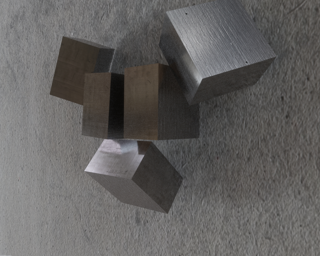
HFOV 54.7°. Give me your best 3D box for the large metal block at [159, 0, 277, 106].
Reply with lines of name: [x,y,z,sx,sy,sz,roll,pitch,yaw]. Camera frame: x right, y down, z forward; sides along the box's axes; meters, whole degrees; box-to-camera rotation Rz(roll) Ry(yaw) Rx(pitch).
large metal block: [0.054,-0.079,0.316,0.050,0.081,0.080,108,140,-64]

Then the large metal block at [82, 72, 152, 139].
large metal block: [-0.054,-0.028,0.413,0.050,0.081,0.079,6,94,39]

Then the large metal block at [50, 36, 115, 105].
large metal block: [-0.109,-0.083,0.446,0.050,0.080,0.079,18,104,1]

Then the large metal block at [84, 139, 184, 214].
large metal block: [-0.031,0.059,0.386,0.080,0.080,0.050,1,52,40]

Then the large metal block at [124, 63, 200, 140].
large metal block: [0.004,-0.028,0.365,0.050,0.081,0.079,1,91,40]
